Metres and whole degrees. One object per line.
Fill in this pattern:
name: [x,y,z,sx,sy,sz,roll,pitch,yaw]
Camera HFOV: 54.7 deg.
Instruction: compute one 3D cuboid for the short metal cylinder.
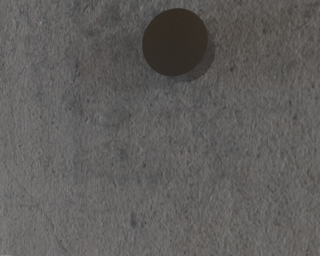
short metal cylinder: [0.025,-0.101,0.386,0.080,0.050,0.079,0,90,19]
